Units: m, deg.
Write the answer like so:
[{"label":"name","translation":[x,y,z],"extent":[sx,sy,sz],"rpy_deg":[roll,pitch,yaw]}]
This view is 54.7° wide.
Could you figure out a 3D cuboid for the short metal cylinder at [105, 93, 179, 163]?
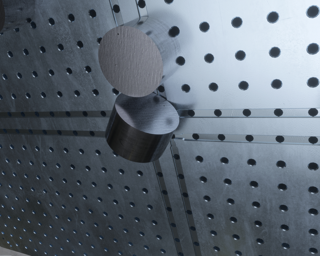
[{"label":"short metal cylinder","translation":[-0.023,-0.003,0.386],"extent":[0.080,0.080,0.050],"rpy_deg":[31,129,8]}]

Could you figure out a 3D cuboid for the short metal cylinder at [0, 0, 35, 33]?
[{"label":"short metal cylinder","translation":[-0.213,-0.168,0.404],"extent":[0.080,0.050,0.079],"rpy_deg":[13,124,21]}]

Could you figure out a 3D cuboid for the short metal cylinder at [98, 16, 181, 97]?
[{"label":"short metal cylinder","translation":[-0.023,-0.082,0.356],"extent":[0.080,0.050,0.079],"rpy_deg":[13,124,21]}]
